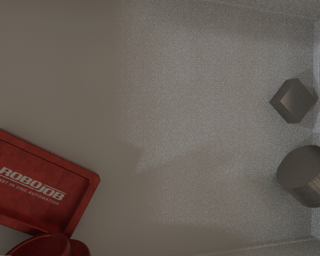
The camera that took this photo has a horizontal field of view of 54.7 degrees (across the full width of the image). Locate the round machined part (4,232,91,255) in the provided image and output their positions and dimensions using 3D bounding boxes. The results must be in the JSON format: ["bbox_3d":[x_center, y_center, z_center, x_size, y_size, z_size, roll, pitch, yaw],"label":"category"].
[{"bbox_3d":[-0.116,0.139,0.299,0.099,0.098,0.042,-20,108,-19],"label":"round machined part"}]

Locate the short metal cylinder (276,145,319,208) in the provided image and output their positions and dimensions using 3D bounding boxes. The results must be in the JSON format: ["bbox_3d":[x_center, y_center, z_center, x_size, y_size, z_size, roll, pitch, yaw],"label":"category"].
[{"bbox_3d":[0.226,0.072,0.467,0.050,0.080,0.080,41,77,-16],"label":"short metal cylinder"}]

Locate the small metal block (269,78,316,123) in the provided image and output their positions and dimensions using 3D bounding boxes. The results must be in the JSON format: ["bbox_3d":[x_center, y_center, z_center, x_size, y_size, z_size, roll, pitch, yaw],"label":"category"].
[{"bbox_3d":[0.210,-0.043,0.490,0.050,0.025,0.050,44,76,-15],"label":"small metal block"}]

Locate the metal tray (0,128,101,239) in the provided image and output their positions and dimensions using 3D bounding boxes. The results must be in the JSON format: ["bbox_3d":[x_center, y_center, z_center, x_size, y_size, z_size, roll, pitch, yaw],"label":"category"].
[{"bbox_3d":[-0.147,0.067,0.353,0.131,0.030,0.090,29,80,-18],"label":"metal tray"}]
